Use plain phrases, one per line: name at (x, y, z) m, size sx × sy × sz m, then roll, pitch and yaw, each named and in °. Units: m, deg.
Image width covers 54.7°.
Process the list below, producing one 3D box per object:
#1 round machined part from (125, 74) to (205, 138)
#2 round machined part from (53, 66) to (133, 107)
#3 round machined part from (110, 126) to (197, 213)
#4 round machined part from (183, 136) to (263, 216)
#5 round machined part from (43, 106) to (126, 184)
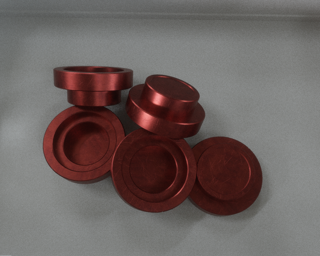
round machined part at (0.010, -0.033, 0.382) m, size 0.099 × 0.042 × 0.098 m, roll 15°, pitch 30°, yaw -8°
round machined part at (-0.084, -0.054, 0.399) m, size 0.099 × 0.098 × 0.042 m, roll 3°, pitch 106°, yaw 0°
round machined part at (-0.010, 0.050, 0.368) m, size 0.099 × 0.042 × 0.098 m, roll 3°, pitch 76°, yaw -13°
round machined part at (0.077, 0.056, 0.379) m, size 0.099 × 0.042 × 0.098 m, roll 0°, pitch 70°, yaw -1°
round machined part at (-0.090, 0.022, 0.389) m, size 0.099 × 0.042 × 0.098 m, roll 0°, pitch 70°, yaw -1°
